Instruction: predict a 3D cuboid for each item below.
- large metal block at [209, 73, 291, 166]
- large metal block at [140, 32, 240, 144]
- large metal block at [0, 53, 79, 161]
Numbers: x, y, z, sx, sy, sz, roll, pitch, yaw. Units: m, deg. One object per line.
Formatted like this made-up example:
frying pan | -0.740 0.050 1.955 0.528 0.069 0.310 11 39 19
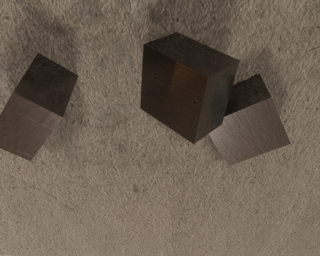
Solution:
large metal block | 0.104 -0.008 0.386 0.080 0.050 0.080 -24 127 18
large metal block | 0.027 -0.044 0.327 0.080 0.050 0.079 35 138 29
large metal block | -0.141 -0.024 0.349 0.050 0.080 0.080 30 124 -24
